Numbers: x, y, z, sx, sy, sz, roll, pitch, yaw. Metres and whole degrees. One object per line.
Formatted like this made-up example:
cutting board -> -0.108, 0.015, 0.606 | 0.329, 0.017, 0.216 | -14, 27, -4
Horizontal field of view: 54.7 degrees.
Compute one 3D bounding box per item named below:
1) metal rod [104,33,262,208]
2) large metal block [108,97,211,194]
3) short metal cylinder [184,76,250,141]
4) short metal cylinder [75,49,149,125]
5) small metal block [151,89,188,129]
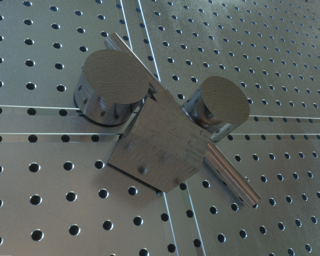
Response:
metal rod -> 0.027, -0.015, 0.427 | 0.300, 0.025, 0.025 | 49, 51, 6
large metal block -> -0.002, 0.023, 0.352 | 0.080, 0.080, 0.050 | 30, 53, -9
short metal cylinder -> 0.081, -0.028, 0.448 | 0.081, 0.050, 0.080 | 14, 56, -21
short metal cylinder -> -0.060, -0.051, 0.386 | 0.081, 0.050, 0.080 | 14, 56, -21
small metal block -> 0.003, -0.013, 0.396 | 0.025, 0.050, 0.050 | -23, 75, -36
